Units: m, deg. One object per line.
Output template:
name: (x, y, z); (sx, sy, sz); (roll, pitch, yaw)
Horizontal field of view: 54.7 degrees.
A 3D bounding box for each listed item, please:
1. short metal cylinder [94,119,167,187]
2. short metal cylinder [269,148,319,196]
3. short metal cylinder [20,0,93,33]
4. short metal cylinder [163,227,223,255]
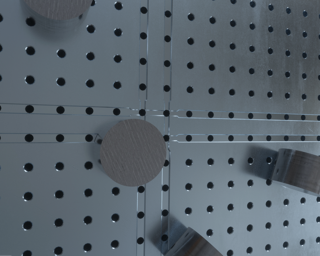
short metal cylinder: (-0.039, 0.029, 0.386); (0.081, 0.050, 0.079); (0, 90, -21)
short metal cylinder: (0.212, 0.067, 0.464); (0.080, 0.080, 0.050); (22, 83, -19)
short metal cylinder: (-0.119, -0.156, 0.355); (0.081, 0.050, 0.079); (0, 90, -21)
short metal cylinder: (0.051, 0.176, 0.404); (0.050, 0.080, 0.080); (-45, 105, -14)
